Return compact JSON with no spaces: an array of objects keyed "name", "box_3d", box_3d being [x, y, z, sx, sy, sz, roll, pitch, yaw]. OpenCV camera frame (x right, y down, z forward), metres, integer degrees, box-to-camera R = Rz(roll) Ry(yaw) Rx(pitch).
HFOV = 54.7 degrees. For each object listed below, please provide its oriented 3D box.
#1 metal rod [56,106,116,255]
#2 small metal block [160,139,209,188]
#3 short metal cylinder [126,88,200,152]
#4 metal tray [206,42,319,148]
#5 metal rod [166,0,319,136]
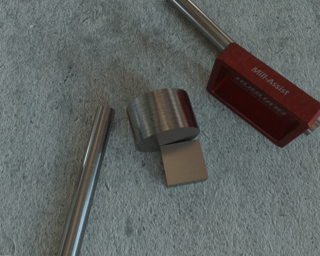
[{"name":"metal rod","box_3d":[-0.099,0.113,0.365,0.025,0.025,0.299,10,70,3]},{"name":"small metal block","box_3d":[0.029,0.045,0.392,0.050,0.025,0.050,-10,70,-4]},{"name":"short metal cylinder","box_3d":[0.003,-0.007,0.382,0.081,0.080,0.050,-14,71,-5]},{"name":"metal tray","box_3d":[0.123,-0.038,0.389,0.130,0.090,0.030,40,75,13]},{"name":"metal rod","box_3d":[0.109,-0.107,0.448,0.025,0.025,0.300,-38,75,-13]}]
